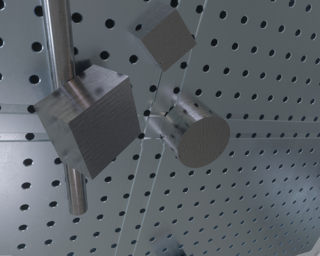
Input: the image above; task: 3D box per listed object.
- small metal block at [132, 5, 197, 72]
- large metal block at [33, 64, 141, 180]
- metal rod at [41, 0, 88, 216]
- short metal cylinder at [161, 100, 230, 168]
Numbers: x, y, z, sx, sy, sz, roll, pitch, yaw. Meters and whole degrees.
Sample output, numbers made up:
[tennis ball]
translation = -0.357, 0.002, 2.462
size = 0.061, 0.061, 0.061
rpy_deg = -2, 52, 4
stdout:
[small metal block]
translation = 0.006, -0.101, 0.352
size = 0.050, 0.025, 0.050
rpy_deg = -41, 130, 0
[large metal block]
translation = -0.070, -0.007, 0.326
size = 0.080, 0.050, 0.080
rpy_deg = -45, 144, -33
[metal rod]
translation = -0.102, -0.019, 0.343
size = 0.025, 0.025, 0.298
rpy_deg = -11, 123, -23
[short metal cylinder]
translation = 0.048, 0.008, 0.427
size = 0.081, 0.050, 0.079
rpy_deg = -14, 124, -21
